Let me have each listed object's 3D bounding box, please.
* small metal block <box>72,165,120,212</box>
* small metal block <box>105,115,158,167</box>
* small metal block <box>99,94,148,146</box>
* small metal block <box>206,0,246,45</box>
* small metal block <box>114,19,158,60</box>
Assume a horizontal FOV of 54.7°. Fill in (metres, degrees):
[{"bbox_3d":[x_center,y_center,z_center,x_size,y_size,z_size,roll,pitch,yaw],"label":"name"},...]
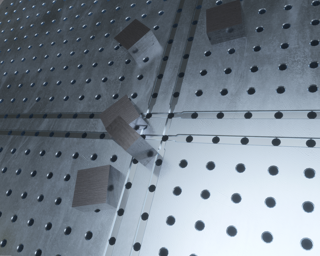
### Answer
[{"bbox_3d":[-0.082,0.079,0.401,0.050,0.025,0.050,-12,57,21],"label":"small metal block"},{"bbox_3d":[-0.036,0.017,0.399,0.025,0.050,0.050,-46,52,-4],"label":"small metal block"},{"bbox_3d":[-0.053,-0.012,0.441,0.050,0.025,0.050,-36,51,3],"label":"small metal block"},{"bbox_3d":[0.096,-0.154,0.452,0.050,0.025,0.050,-10,58,22],"label":"small metal block"},{"bbox_3d":[-0.041,-0.149,0.520,0.050,0.025,0.050,-42,51,-1],"label":"small metal block"}]
